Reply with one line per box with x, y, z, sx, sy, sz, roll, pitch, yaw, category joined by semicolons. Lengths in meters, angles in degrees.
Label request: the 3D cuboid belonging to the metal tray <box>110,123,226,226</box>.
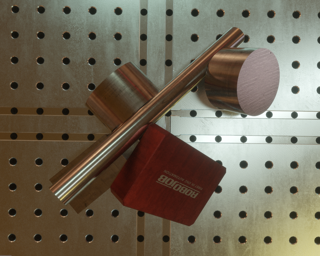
0.016;0.061;0.371;0.130;0.030;0.090;32;90;-42;metal tray

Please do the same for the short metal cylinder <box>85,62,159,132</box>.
-0.045;-0.036;0.385;0.080;0.080;0.050;-43;91;0;short metal cylinder

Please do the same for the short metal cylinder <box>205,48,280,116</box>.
0.102;-0.058;0.382;0.081;0.050;0.079;-11;109;-35;short metal cylinder

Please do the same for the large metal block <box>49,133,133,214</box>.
-0.076;0.051;0.384;0.080;0.080;0.050;-39;90;0;large metal block

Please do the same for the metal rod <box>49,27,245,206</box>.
0.001;-0.028;0.360;0.025;0.025;0.301;47;68;0;metal rod
